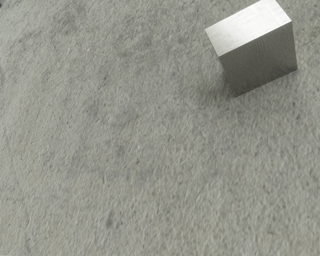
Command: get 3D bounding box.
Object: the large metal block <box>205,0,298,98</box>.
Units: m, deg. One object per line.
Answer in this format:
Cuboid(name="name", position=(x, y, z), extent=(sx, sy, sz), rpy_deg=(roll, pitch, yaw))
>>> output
Cuboid(name="large metal block", position=(0.110, -0.093, 0.369), extent=(0.080, 0.080, 0.050), rpy_deg=(-25, 53, 13))
